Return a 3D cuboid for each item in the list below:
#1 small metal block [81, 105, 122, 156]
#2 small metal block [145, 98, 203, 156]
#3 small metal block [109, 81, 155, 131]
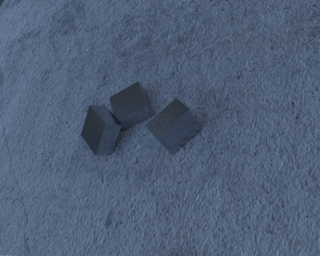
[{"bbox_3d":[-0.082,0.003,0.430,0.050,0.025,0.050,45,123,39],"label":"small metal block"},{"bbox_3d":[0.018,-0.001,0.379,0.050,0.050,0.025,-42,51,-1],"label":"small metal block"},{"bbox_3d":[-0.041,-0.032,0.445,0.050,0.025,0.050,-27,52,11],"label":"small metal block"}]
